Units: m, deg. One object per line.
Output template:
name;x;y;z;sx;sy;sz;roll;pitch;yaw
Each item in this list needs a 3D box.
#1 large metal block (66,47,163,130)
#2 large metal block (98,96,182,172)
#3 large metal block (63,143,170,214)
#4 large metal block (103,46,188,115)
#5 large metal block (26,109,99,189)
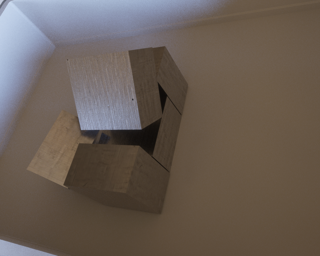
large metal block;-0.049;-0.043;0.347;0.080;0.079;0.050;-1;17;27
large metal block;-0.025;0.008;0.397;0.080;0.050;0.080;-1;61;27
large metal block;-0.046;0.058;0.354;0.080;0.080;0.050;0;62;28
large metal block;-0.018;-0.057;0.411;0.080;0.080;0.050;-1;61;27
large metal block;-0.121;0.032;0.400;0.050;0.080;0.080;28;72;-8
